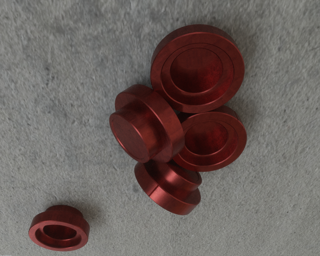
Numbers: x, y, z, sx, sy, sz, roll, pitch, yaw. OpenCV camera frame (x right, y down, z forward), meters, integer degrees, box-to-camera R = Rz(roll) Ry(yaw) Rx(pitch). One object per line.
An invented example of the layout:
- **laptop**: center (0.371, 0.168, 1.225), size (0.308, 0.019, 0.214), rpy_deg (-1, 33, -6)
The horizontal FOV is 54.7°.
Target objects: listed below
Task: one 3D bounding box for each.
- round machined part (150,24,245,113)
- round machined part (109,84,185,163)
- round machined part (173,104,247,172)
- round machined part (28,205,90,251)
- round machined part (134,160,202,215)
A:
- **round machined part**: center (0.039, -0.067, 0.340), size (0.099, 0.042, 0.097), rpy_deg (-1, 130, 0)
- **round machined part**: center (-0.022, 0.002, 0.361), size (0.042, 0.098, 0.097), rpy_deg (-37, 137, -28)
- **round machined part**: center (0.058, 0.008, 0.401), size (0.099, 0.042, 0.097), rpy_deg (-2, 127, -2)
- **round machined part**: center (-0.172, 0.171, 0.539), size (0.099, 0.042, 0.097), rpy_deg (-1, 130, 0)
- **round machined part**: center (0.017, 0.066, 0.418), size (0.098, 0.098, 0.042), rpy_deg (31, 109, -24)
